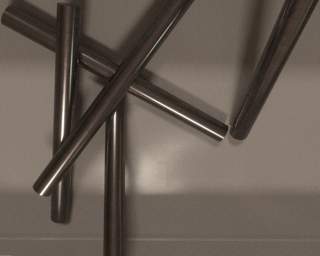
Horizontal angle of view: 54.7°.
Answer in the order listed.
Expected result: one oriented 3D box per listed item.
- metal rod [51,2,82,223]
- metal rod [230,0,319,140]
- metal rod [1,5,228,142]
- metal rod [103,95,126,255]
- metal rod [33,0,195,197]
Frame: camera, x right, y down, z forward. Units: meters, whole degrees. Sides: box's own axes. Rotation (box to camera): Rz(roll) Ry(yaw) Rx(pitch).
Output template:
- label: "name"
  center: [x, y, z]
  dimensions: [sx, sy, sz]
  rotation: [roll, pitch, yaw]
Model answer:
- label: "metal rod"
  center: [-0.122, 0.001, 0.393]
  dimensions: [0.025, 0.025, 0.298]
  rotation: [9, 116, -4]
- label: "metal rod"
  center: [0.116, -0.081, 0.297]
  dimensions: [0.025, 0.025, 0.298]
  rotation: [4, 144, -2]
- label: "metal rod"
  center: [-0.047, -0.062, 0.387]
  dimensions: [0.301, 0.025, 0.025]
  rotation: [28, 108, -10]
- label: "metal rod"
  center: [-0.055, 0.103, 0.376]
  dimensions: [0.025, 0.025, 0.298]
  rotation: [0, 82, 0]
- label: "metal rod"
  center: [-0.059, -0.037, 0.366]
  dimensions: [0.025, 0.025, 0.299]
  rotation: [36, 101, -13]
